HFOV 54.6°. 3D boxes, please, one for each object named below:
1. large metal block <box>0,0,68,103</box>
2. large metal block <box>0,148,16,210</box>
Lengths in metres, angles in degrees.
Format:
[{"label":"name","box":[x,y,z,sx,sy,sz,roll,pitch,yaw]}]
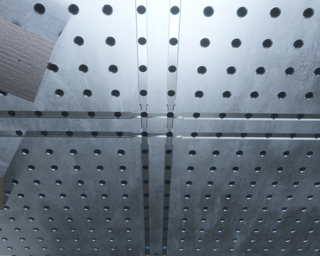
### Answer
[{"label":"large metal block","box":[-0.153,-0.085,0.322,0.080,0.050,0.080,23,126,-19]},{"label":"large metal block","box":[-0.262,0.069,0.452,0.080,0.050,0.079,14,129,-12]}]
